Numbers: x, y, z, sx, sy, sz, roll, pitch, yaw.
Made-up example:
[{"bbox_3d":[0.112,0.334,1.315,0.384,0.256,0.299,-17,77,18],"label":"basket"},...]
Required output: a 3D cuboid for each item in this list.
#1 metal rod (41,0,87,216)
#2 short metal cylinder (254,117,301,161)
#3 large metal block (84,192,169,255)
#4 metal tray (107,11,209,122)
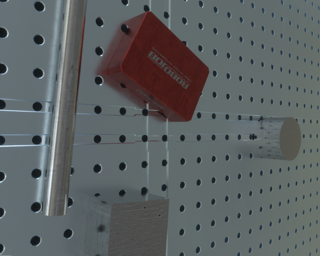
[{"bbox_3d":[-0.097,-0.061,0.328,0.025,0.025,0.298,8,85,-40],"label":"metal rod"},{"bbox_3d":[0.222,0.020,0.583,0.081,0.050,0.079,0,90,-40],"label":"short metal cylinder"},{"bbox_3d":[-0.038,0.121,0.363,0.081,0.050,0.080,6,86,-40],"label":"large metal block"},{"bbox_3d":[0.004,-0.076,0.411,0.130,0.030,0.090,35,69,-35],"label":"metal tray"}]
